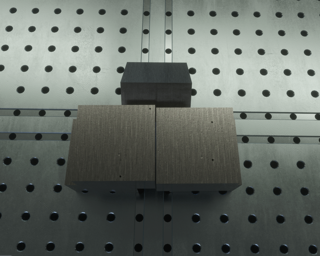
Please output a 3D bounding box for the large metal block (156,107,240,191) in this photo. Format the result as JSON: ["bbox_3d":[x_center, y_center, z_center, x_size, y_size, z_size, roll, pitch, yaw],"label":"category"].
[{"bbox_3d":[0.036,0.024,0.335,0.081,0.050,0.080,0,70,-1],"label":"large metal block"}]

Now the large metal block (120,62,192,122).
[{"bbox_3d":[-0.004,-0.048,0.394,0.081,0.050,0.080,0,28,-1],"label":"large metal block"}]

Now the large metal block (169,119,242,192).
[{"bbox_3d":[0.051,0.036,0.385,0.081,0.050,0.080,-1,70,-1],"label":"large metal block"}]

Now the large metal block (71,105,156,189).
[{"bbox_3d":[-0.045,0.022,0.334,0.081,0.050,0.080,0,70,-1],"label":"large metal block"}]

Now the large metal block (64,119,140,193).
[{"bbox_3d":[-0.066,0.036,0.385,0.081,0.050,0.080,1,70,0],"label":"large metal block"}]
